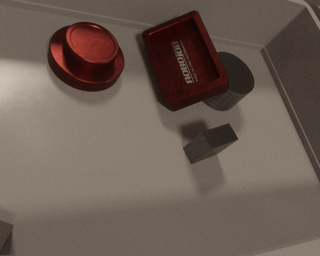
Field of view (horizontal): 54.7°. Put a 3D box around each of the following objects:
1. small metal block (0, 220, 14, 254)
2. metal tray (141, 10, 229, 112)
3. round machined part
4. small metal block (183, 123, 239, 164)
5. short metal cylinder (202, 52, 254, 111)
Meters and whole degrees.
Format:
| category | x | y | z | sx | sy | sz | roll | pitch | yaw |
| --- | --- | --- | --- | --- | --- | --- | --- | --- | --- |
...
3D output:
| category | x | y | z | sx | sy | sz | roll | pitch | yaw |
| --- | --- | --- | --- | --- | --- | --- | --- | --- | --- |
| small metal block | -0.160 | 0.099 | 0.259 | 0.050 | 0.025 | 0.050 | 26 | 53 | -13 |
| metal tray | 0.035 | -0.099 | 0.450 | 0.090 | 0.030 | 0.130 | -21 | 68 | 6 |
| round machined part | -0.093 | -0.100 | 0.406 | 0.099 | 0.042 | 0.098 | 14 | 56 | -21 |
| small metal block | 0.067 | 0.021 | 0.415 | 0.050 | 0.050 | 0.025 | -15 | 70 | -35 |
| short metal cylinder | 0.101 | -0.073 | 0.491 | 0.081 | 0.050 | 0.080 | 14 | 56 | -21 |
